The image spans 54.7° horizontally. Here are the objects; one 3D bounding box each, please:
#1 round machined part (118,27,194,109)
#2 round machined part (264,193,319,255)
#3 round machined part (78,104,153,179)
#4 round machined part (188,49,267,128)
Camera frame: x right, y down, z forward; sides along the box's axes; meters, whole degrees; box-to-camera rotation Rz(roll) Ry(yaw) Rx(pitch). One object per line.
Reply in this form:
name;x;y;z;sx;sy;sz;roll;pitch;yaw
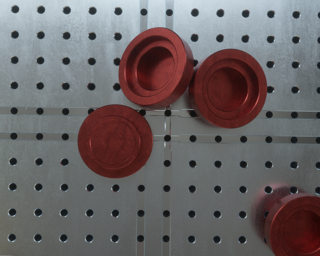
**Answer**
round machined part;-0.001;-0.072;0.390;0.098;0.042;0.097;-6;79;32
round machined part;0.186;0.133;0.408;0.099;0.042;0.097;0;90;-1
round machined part;-0.058;0.018;0.404;0.099;0.042;0.097;0;90;-1
round machined part;0.083;-0.049;0.399;0.099;0.042;0.097;-1;95;-14
